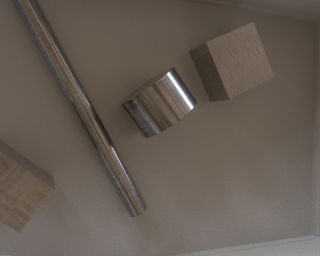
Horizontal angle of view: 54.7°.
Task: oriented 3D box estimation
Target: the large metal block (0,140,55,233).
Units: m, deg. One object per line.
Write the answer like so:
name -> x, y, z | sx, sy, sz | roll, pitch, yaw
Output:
large metal block -> -0.160, 0.054, 0.322 | 0.080, 0.080, 0.050 | 41, 77, -16

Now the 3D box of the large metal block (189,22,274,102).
large metal block -> 0.100, -0.091, 0.436 | 0.081, 0.050, 0.080 | -27, 99, -18

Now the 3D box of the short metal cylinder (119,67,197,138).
short metal cylinder -> -0.003, -0.032, 0.381 | 0.080, 0.080, 0.050 | -39, 103, -16

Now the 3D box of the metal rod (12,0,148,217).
metal rod -> -0.093, -0.024, 0.376 | 0.025, 0.025, 0.299 | -30, 100, -18
